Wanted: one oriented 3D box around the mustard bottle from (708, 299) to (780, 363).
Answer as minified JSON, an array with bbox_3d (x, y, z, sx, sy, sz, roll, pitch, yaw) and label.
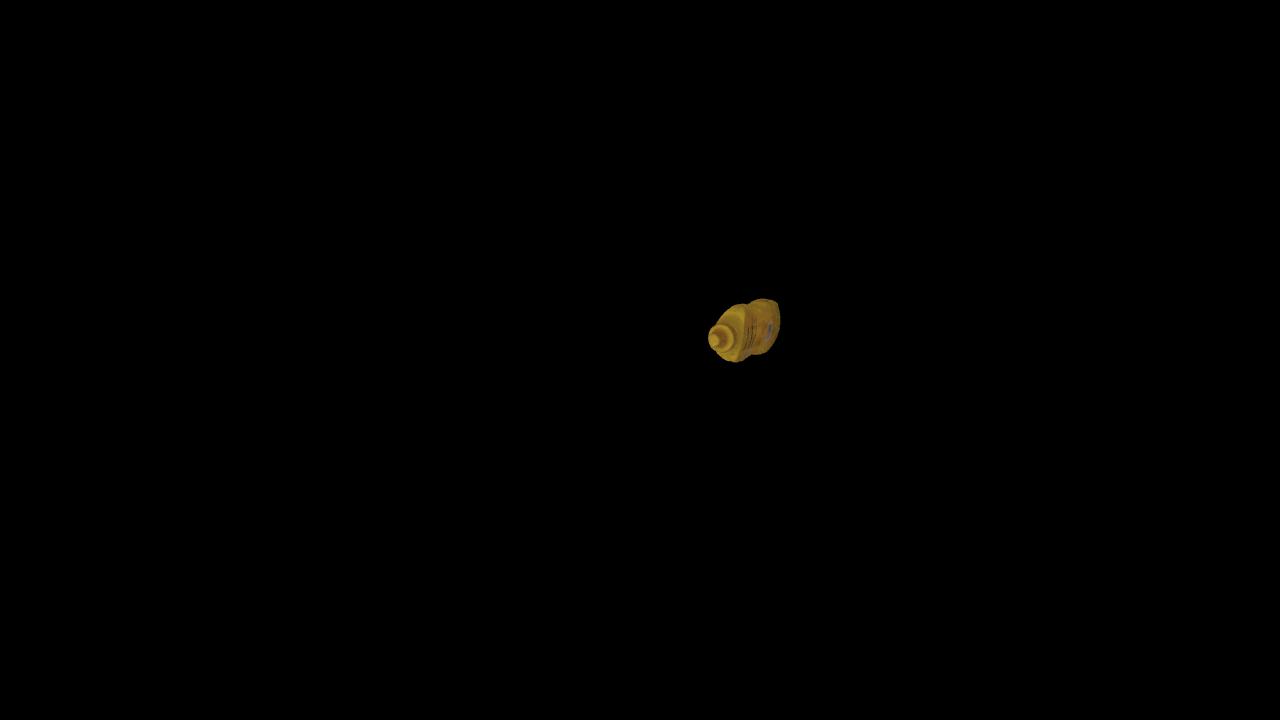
[{"bbox_3d":[0.155,-0.042,0.938,0.054,0.092,0.184,25,23,28],"label":"mustard bottle"}]
